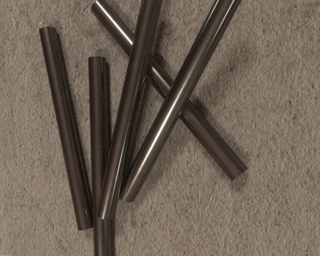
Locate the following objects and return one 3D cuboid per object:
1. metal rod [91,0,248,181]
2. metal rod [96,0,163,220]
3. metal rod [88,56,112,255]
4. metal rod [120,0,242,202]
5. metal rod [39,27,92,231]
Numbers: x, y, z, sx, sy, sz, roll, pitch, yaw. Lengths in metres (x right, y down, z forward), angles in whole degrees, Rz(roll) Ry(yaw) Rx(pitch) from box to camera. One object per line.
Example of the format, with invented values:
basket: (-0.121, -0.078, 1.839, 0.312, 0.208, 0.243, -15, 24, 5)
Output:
metal rod: (0.005, -0.058, 0.406, 0.025, 0.025, 0.300, -42, 77, 15)
metal rod: (-0.040, -0.028, 0.396, 0.025, 0.025, 0.298, 15, 97, 19)
metal rod: (-0.084, 0.050, 0.437, 0.025, 0.025, 0.298, -2, 89, 19)
metal rod: (0.018, -0.031, 0.373, 0.025, 0.025, 0.298, 34, 111, 16)
metal rod: (-0.137, -0.002, 0.455, 0.025, 0.025, 0.298, -14, 85, 19)
